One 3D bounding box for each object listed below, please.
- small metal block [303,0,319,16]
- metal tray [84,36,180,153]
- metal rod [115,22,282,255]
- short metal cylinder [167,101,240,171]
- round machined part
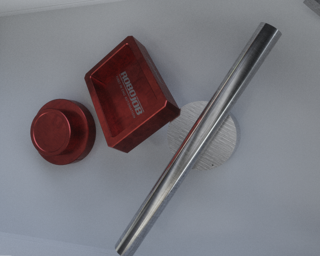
[{"bbox_3d":[0.194,-0.142,0.332,0.050,0.025,0.050,34,102,-11],"label":"small metal block"},{"bbox_3d":[-0.041,-0.045,0.394,0.090,0.030,0.130,-37,55,17],"label":"metal tray"},{"bbox_3d":[0.035,0.023,0.344,0.025,0.025,0.299,35,101,16],"label":"metal rod"},{"bbox_3d":[0.055,0.009,0.377,0.080,0.050,0.079,0,90,19],"label":"short metal cylinder"},{"bbox_3d":[-0.147,0.006,0.452,0.098,0.042,0.097,0,90,19],"label":"round machined part"}]
